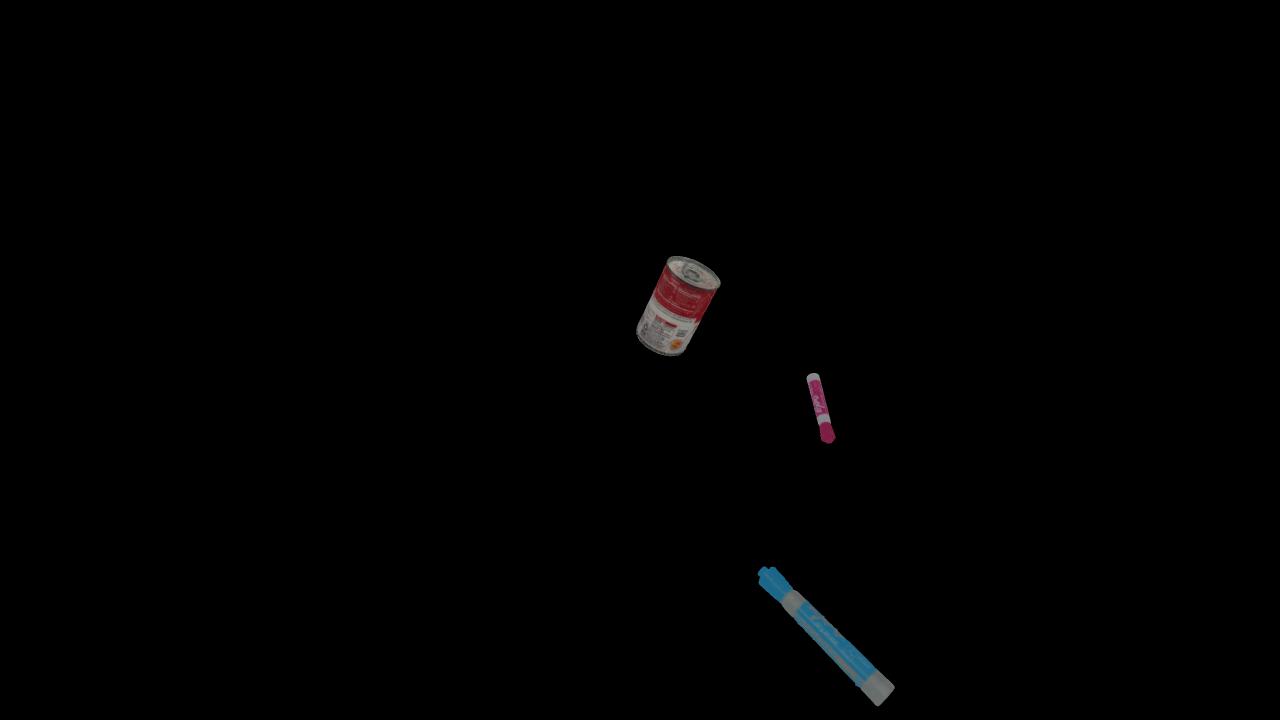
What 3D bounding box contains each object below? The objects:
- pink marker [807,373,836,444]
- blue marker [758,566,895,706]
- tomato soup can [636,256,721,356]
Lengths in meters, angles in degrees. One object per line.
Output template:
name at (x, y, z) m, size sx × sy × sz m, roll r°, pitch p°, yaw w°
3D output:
pink marker at (0.251, 0.066, 0.854) m, size 0.020 × 0.020 × 0.121 m, roll 0°, pitch 43°, yaw 2°
blue marker at (0.135, 0.202, 0.464) m, size 0.020 × 0.020 × 0.121 m, roll 0°, pitch 32°, yaw -46°
tomato soup can at (0.043, -0.062, 0.727) m, size 0.068 × 0.101 × 0.068 m, roll 18°, pitch 33°, yaw -12°
